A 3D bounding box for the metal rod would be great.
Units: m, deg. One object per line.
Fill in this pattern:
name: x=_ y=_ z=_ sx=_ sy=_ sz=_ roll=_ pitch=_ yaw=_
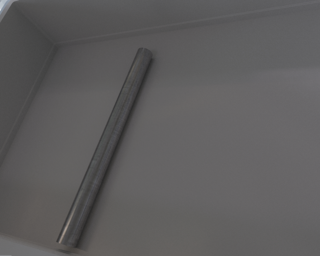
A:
metal rod: x=-0.069 y=0.012 z=0.435 sx=0.025 sy=0.025 sz=0.300 roll=5 pitch=64 yaw=31
